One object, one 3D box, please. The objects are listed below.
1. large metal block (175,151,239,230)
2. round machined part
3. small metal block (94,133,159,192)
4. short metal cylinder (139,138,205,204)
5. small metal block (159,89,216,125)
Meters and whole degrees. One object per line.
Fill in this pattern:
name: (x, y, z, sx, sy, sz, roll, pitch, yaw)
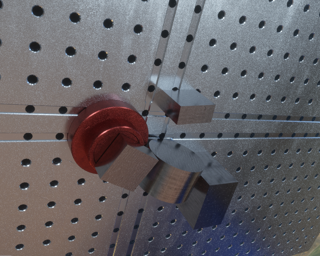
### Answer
large metal block: (0.062, 0.091, 0.468, 0.050, 0.080, 0.079, 0, 119, -29)
round machined part: (-0.059, 0.018, 0.381, 0.099, 0.042, 0.097, -14, 125, -21)
small metal block: (-0.039, 0.041, 0.363, 0.050, 0.025, 0.050, 32, 100, -38)
short metal cylinder: (0.013, 0.056, 0.419, 0.081, 0.080, 0.050, 11, 113, -33)
small metal block: (0.034, -0.028, 0.398, 0.050, 0.050, 0.025, -4, 121, -27)
